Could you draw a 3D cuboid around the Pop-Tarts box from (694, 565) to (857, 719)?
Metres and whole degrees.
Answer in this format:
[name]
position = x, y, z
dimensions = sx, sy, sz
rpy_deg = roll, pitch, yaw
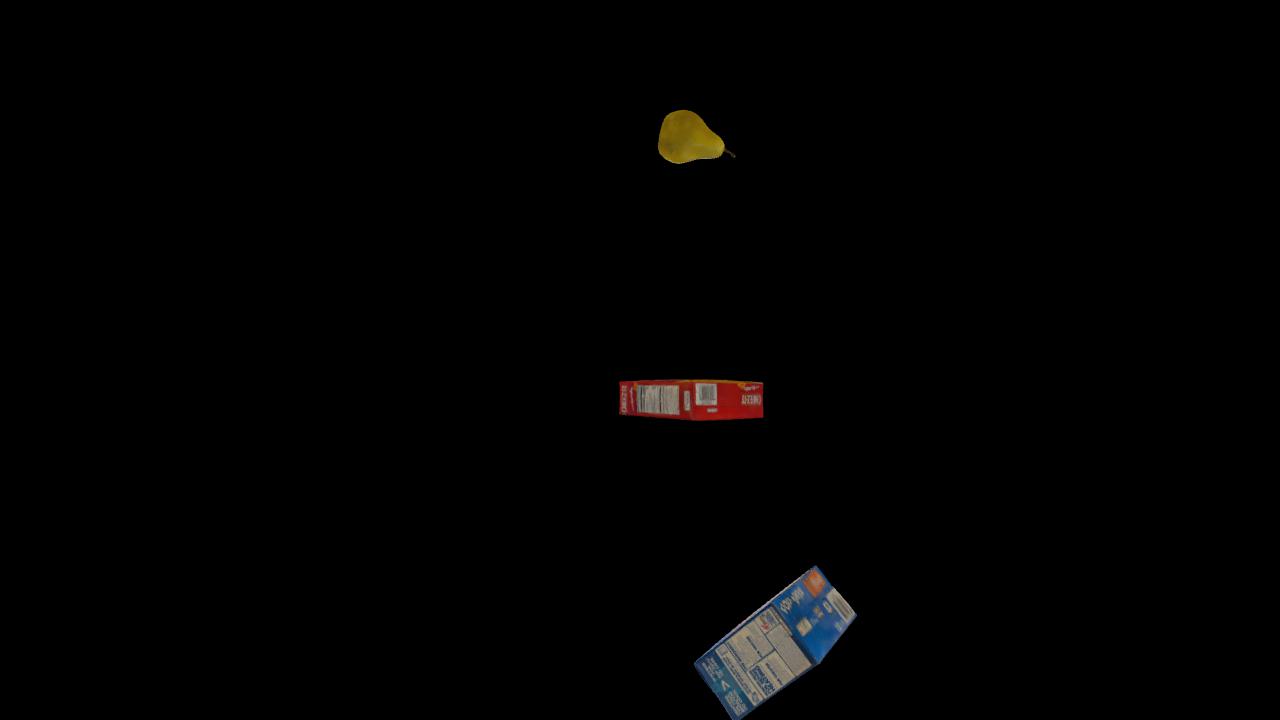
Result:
[Pop-Tarts box]
position = 0.174, 0.350, 0.773
dimensions = 0.141, 0.083, 0.167
rpy_deg = -50, -26, 22

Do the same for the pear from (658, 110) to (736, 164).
[pear]
position = 0.083, -0.311, 0.874
dimensions = 0.111, 0.080, 0.080
rpy_deg = 12, 0, -2

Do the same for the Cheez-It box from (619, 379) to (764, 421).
[Cheez-It box]
position = 0.087, 0.069, 1.111
dimensions = 0.166, 0.071, 0.223
rpy_deg = 2, -2, -35
